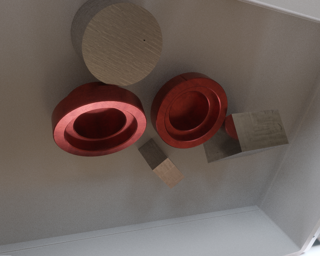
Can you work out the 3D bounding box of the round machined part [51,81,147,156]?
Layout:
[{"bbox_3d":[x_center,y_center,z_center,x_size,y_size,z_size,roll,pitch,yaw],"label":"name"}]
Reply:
[{"bbox_3d":[-0.067,-0.013,0.340,0.099,0.042,0.098,-13,146,-9],"label":"round machined part"}]

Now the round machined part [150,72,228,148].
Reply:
[{"bbox_3d":[0.034,-0.026,0.399,0.099,0.042,0.097,-11,122,-18],"label":"round machined part"}]

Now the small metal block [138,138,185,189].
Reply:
[{"bbox_3d":[0.002,0.048,0.425,0.025,0.050,0.050,-40,130,-1],"label":"small metal block"}]

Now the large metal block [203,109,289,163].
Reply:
[{"bbox_3d":[0.116,0.013,0.439,0.081,0.080,0.050,-7,77,-26],"label":"large metal block"}]

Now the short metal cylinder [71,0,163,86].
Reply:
[{"bbox_3d":[-0.044,-0.089,0.314,0.081,0.050,0.079,-14,124,-21],"label":"short metal cylinder"}]
